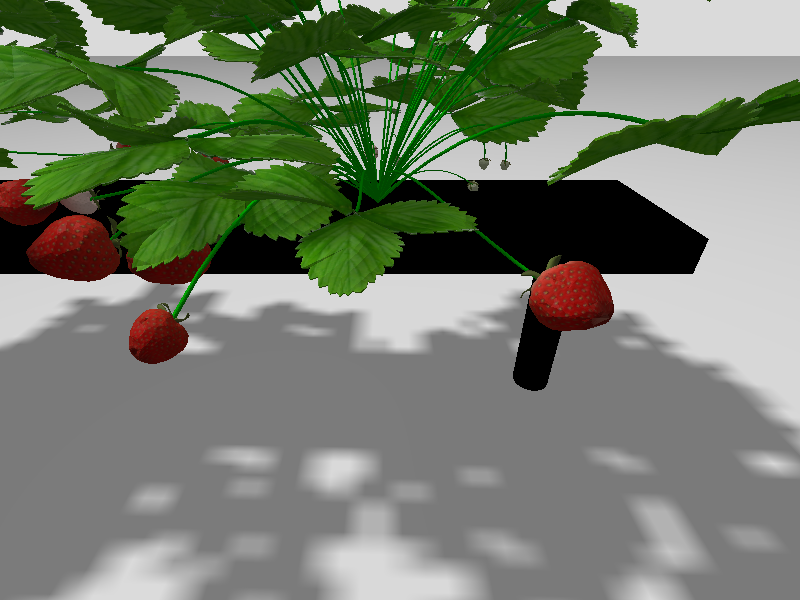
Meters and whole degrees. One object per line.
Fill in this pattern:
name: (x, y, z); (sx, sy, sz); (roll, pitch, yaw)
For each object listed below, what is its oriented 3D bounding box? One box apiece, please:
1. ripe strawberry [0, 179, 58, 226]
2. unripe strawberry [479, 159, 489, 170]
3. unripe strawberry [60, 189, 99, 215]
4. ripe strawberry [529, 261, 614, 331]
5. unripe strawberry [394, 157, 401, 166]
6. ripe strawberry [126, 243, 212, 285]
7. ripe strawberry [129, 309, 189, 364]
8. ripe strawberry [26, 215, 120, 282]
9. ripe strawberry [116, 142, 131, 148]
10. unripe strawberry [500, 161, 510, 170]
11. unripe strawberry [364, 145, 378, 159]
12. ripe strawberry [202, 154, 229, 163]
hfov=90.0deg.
ripe strawberry: (-0.284, -0.074, 0.305); (0.035, 0.035, 0.038); (9, 34, 13)
unripe strawberry: (0.090, -0.146, 0.432); (0.010, 0.011, 0.011); (-24, 40, -32)
unripe strawberry: (-0.267, -0.083, 0.331); (0.026, 0.026, 0.025); (-4, 33, -5)
ripe strawberry: (0.083, 0.000, 0.192); (0.038, 0.035, 0.035); (-17, 37, -24)
unripe strawberry: (-0.003, -0.157, 0.455); (0.011, 0.011, 0.011); (4, 33, 7)
ripe strawberry: (-0.134, -0.026, 0.231); (0.039, 0.041, 0.042); (24, 41, 32)
ripe strawberry: (-0.108, 0.017, 0.177); (0.021, 0.023, 0.024); (13, -39, 19)
ripe strawberry: (-0.191, -0.028, 0.234); (0.041, 0.040, 0.038); (-24, 40, -31)
ripe strawberry: (-0.297, -0.163, 0.446); (0.031, 0.031, 0.034); (-19, 38, -28)
unripe strawberry: (0.112, -0.144, 0.428); (0.010, 0.010, 0.009); (-20, 38, -28)
unripe strawberry: (-0.034, -0.173, 0.473); (0.017, 0.020, 0.019); (-3, 13, -5)
ripe strawberry: (-0.176, -0.114, 0.367); (0.042, 0.041, 0.039); (4, 33, 7)
